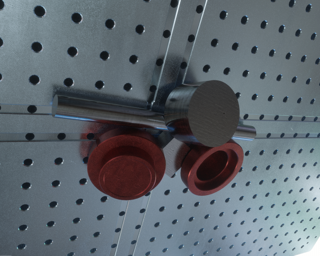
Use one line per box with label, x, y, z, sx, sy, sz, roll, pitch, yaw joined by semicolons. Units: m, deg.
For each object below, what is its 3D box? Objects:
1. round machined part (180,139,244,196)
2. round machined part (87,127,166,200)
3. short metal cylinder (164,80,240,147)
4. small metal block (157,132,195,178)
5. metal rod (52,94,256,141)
round machined part;0.073;0.050;0.464;0.099;0.042;0.097;-17;128;-22
round machined part;-0.041;0.051;0.388;0.099;0.042;0.097;-4;118;-6
short metal cylinder;0.053;-0.018;0.389;0.081;0.050;0.079;-2;94;-32
small metal block;0.013;0.034;0.435;0.050;0.025;0.050;-45;129;3
metal rod;0.015;-0.008;0.410;0.302;0.025;0.025;7;115;-32
